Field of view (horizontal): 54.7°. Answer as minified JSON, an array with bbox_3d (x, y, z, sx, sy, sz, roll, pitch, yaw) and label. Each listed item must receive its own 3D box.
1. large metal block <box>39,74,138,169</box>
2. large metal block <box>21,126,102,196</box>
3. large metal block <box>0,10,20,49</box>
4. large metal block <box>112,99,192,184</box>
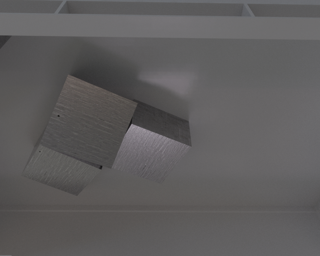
[{"bbox_3d":[-0.083,-0.008,0.360,0.080,0.050,0.080,22,89,-18],"label":"large metal block"},{"bbox_3d":[-0.128,0.040,0.420,0.080,0.050,0.080,27,132,-21],"label":"large metal block"},{"bbox_3d":[-0.197,-0.077,0.305,0.080,0.080,0.050,-34,123,25],"label":"large metal block"},{"bbox_3d":[-0.015,0.020,0.409,0.080,0.050,0.080,22,127,-18],"label":"large metal block"}]
